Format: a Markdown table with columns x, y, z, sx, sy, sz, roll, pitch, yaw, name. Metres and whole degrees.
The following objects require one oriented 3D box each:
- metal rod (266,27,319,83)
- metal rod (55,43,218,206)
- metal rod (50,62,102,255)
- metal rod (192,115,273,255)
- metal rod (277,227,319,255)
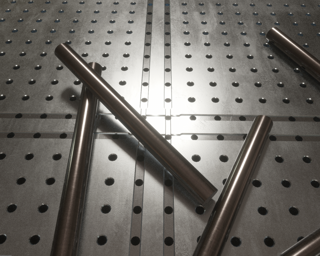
| x | y | z | sx | sy | sz | roll | pitch | yaw | name |
| --- | --- | --- | --- | --- | --- | --- | --- | --- | --- |
| 0.265 | -0.065 | 0.465 | 0.025 | 0.025 | 0.300 | -20 | 53 | -16 | metal rod |
| -0.044 | -0.019 | 0.400 | 0.025 | 0.025 | 0.300 | -35 | 65 | -26 | metal rod |
| -0.098 | 0.021 | 0.388 | 0.025 | 0.025 | 0.300 | -1 | 50 | -1 | metal rod |
| 0.068 | 0.093 | 0.330 | 0.025 | 0.025 | 0.301 | 23 | 53 | 17 | metal rod |
| 0.183 | 0.107 | 0.320 | 0.302 | 0.025 | 0.025 | -23 | 54 | -19 | metal rod |
